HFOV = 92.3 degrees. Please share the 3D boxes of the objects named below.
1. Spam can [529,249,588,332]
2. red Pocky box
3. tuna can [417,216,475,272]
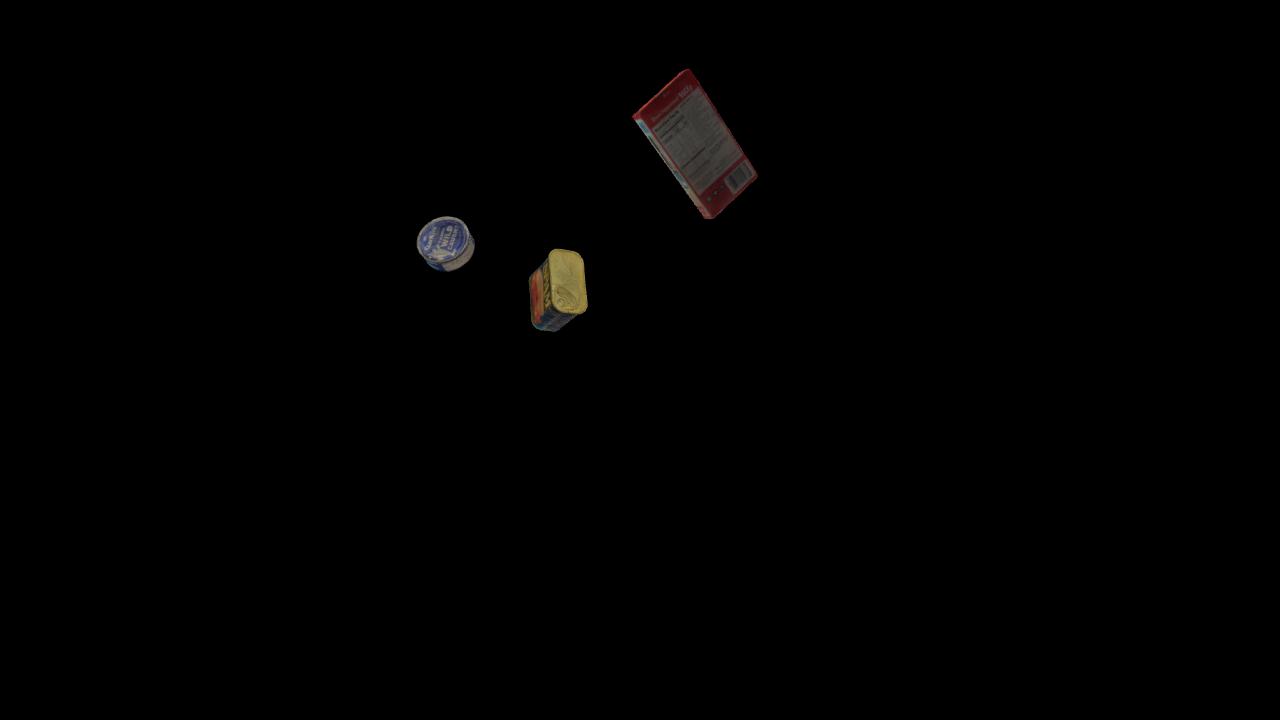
[{"bbox_3d":[-0.125,-0.102,0.924,0.058,0.101,0.085,5,-20,-32],"label":"Spam can"},{"bbox_3d":[0.068,-0.255,0.735,0.083,0.155,0.028,-43,25,-5],"label":"red Pocky box"},{"bbox_3d":[-0.306,-0.183,0.972,0.084,0.084,0.034,0,-22,4],"label":"tuna can"}]
